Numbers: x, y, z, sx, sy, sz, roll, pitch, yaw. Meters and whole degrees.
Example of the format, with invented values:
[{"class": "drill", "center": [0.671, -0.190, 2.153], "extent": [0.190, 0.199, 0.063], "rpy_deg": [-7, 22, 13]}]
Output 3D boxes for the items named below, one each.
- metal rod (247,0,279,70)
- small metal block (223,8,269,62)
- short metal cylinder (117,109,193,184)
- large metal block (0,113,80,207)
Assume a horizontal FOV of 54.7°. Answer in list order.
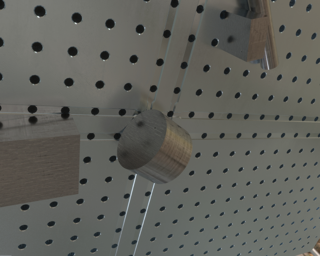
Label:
[{"class": "metal rod", "center": [0.101, -0.193, 0.346], "extent": [0.025, 0.025, 0.299], "rpy_deg": [-33, 129, -7]}, {"class": "small metal block", "center": [0.103, -0.115, 0.380], "extent": [0.025, 0.050, 0.050], "rpy_deg": [-16, 125, -19]}, {"class": "short metal cylinder", "center": [-0.007, 0.023, 0.386], "extent": [0.080, 0.080, 0.050], "rpy_deg": [-49, 129, 7]}, {"class": "large metal block", "center": [-0.135, 0.033, 0.341], "extent": [0.081, 0.050, 0.079], "rpy_deg": [-5, 121, -26]}]
